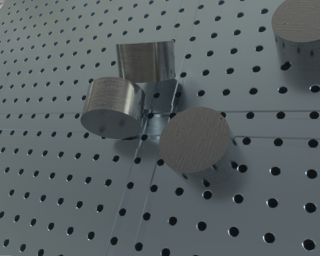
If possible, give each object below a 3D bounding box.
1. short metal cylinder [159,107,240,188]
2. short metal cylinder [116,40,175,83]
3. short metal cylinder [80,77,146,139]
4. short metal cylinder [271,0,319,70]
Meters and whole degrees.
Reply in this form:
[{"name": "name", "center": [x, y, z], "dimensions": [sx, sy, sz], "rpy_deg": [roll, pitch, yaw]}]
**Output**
[{"name": "short metal cylinder", "center": [0.046, 0.023, 0.354], "dimensions": [0.080, 0.050, 0.080], "rpy_deg": [-13, 56, 21]}, {"name": "short metal cylinder", "center": [-0.019, -0.095, 0.433], "dimensions": [0.080, 0.050, 0.080], "rpy_deg": [-3, 17, 1]}, {"name": "short metal cylinder", "center": [-0.062, -0.025, 0.421], "dimensions": [0.080, 0.080, 0.050], "rpy_deg": [-9, 58, 24]}, {"name": "short metal cylinder", "center": [0.179, -0.116, 0.370], "dimensions": [0.080, 0.050, 0.080], "rpy_deg": [-13, 56, 21]}]
